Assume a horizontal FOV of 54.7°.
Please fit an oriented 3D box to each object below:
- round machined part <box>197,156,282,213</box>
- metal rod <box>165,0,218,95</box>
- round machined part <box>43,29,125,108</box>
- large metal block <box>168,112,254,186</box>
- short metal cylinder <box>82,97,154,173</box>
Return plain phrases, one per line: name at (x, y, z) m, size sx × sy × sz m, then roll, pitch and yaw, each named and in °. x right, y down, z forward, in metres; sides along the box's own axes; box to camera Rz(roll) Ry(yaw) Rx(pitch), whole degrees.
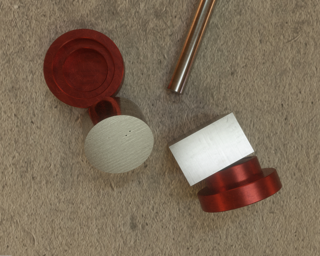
round machined part at (0.091, 0.064, 0.375) m, size 0.098 × 0.098 × 0.042 m, roll -19°, pitch 85°, yaw 0°
metal rod at (0.070, -0.188, 0.410) m, size 0.025 × 0.025 × 0.299 m, roll 20°, pitch 90°, yaw 0°
round machined part at (-0.094, -0.074, 0.401) m, size 0.099 × 0.042 × 0.097 m, roll 0°, pitch 90°, yaw 0°
large metal block at (0.057, 0.023, 0.383) m, size 0.080 × 0.080 × 0.050 m, roll -29°, pitch 90°, yaw 0°
short metal cylinder at (-0.053, 0.008, 0.379) m, size 0.081 × 0.050 × 0.079 m, roll -8°, pitch 121°, yaw -13°
